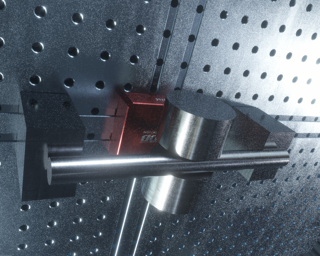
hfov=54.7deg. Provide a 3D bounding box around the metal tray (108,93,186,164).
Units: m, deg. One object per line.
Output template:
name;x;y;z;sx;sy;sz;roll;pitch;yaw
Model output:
metal tray;0.005;0.004;0.413;0.131;0.030;0.089;1;118;-29

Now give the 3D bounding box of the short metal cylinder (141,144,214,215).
short metal cylinder;0.021;0.061;0.386;0.081;0.080;0.050;1;118;-29

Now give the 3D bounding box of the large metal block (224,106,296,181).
large metal block;0.140;0.022;0.464;0.050;0.080;0.079;1;118;-29

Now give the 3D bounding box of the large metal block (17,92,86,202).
large metal block;-0.117;0.016;0.320;0.050;0.080;0.079;1;118;-29

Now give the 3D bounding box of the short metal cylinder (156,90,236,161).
short metal cylinder;0.040;-0.005;0.356;0.081;0.080;0.050;1;118;-29

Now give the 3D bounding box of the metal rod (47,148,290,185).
metal rod;0.034;0.039;0.349;0.303;0.025;0.025;0;118;-29
